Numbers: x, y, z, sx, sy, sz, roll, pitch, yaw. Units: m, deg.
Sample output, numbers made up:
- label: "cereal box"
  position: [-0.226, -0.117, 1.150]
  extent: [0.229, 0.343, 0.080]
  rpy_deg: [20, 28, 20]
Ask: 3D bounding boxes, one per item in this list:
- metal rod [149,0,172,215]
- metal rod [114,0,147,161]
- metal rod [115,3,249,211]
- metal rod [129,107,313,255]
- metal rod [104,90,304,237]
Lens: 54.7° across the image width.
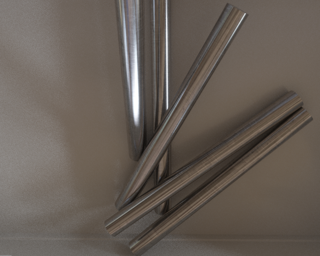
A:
- label: "metal rod"
  position: [0.002, -0.019, 0.404]
  extent: [0.025, 0.025, 0.298]
  rpy_deg: [-1, 110, 0]
- label: "metal rod"
  position: [-0.027, -0.061, 0.313]
  extent: [0.025, 0.025, 0.298]
  rpy_deg: [1, 140, -1]
- label: "metal rod"
  position: [0.012, -0.003, 0.376]
  extent: [0.025, 0.025, 0.298]
  rpy_deg: [25, 118, -9]
- label: "metal rod"
  position: [0.078, 0.077, 0.424]
  extent: [0.300, 0.025, 0.025]
  rpy_deg: [-40, 106, 7]
- label: "metal rod"
  position: [0.054, 0.049, 0.409]
  extent: [0.300, 0.025, 0.025]
  rpy_deg: [-36, 107, 4]
